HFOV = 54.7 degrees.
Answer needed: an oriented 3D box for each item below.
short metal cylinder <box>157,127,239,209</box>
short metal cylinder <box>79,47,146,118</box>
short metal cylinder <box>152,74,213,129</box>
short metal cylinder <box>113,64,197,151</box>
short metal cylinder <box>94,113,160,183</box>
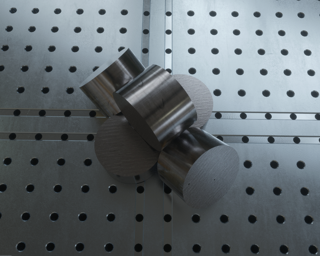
[{"bbox_3d":[0.044,0.045,0.359,0.080,0.080,0.050,-39,39,-13],"label":"short metal cylinder"},{"bbox_3d":[-0.055,-0.058,0.396,0.080,0.080,0.050,-44,110,-15],"label":"short metal cylinder"},{"bbox_3d":[0.026,-0.023,0.406,0.081,0.050,0.080,0,70,0],"label":"short metal cylinder"},{"bbox_3d":[-0.006,-0.021,0.336,0.050,0.080,0.080,-40,75,-13],"label":"short metal cylinder"},{"bbox_3d":[-0.037,0.026,0.388,0.081,0.050,0.080,0,70,0],"label":"short metal cylinder"}]
